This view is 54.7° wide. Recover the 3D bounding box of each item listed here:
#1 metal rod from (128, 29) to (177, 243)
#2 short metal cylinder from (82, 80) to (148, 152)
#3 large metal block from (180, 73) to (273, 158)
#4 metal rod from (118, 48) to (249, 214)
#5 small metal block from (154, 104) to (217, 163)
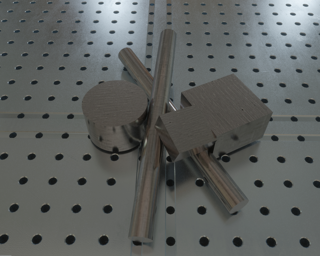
[{"bbox_3d":[-0.003,-0.014,0.389,0.025,0.025,0.300,5,58,4],"label":"metal rod"},{"bbox_3d":[-0.056,-0.016,0.400,0.081,0.050,0.080,1,50,0],"label":"short metal cylinder"},{"bbox_3d":[0.081,-0.016,0.400,0.081,0.050,0.080,-21,53,-17],"label":"large metal block"},{"bbox_3d":[0.015,-0.017,0.417,0.025,0.025,0.300,-22,54,-18],"label":"metal rod"},{"bbox_3d":[0.029,0.006,0.357,0.050,0.025,0.050,-17,67,-24],"label":"small metal block"}]
